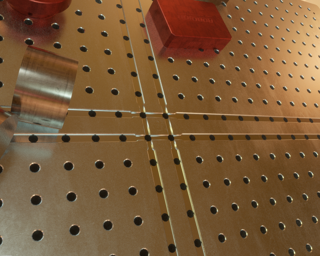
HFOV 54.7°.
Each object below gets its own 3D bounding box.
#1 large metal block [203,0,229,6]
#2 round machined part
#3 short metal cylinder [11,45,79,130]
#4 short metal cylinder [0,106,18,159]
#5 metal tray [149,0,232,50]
[{"bbox_3d":[0.102,-0.296,0.627,0.081,0.050,0.080,-28,77,-37],"label":"large metal block"},{"bbox_3d":[-0.170,-0.189,0.421,0.099,0.042,0.098,14,56,-21],"label":"round machined part"},{"bbox_3d":[-0.123,-0.042,0.332,0.050,0.080,0.080,14,56,-21],"label":"short metal cylinder"},{"bbox_3d":[-0.172,0.011,0.274,0.050,0.080,0.080,29,52,-10],"label":"short metal cylinder"},{"bbox_3d":[0.055,-0.184,0.547,0.131,0.030,0.090,-7,65,-31],"label":"metal tray"}]
